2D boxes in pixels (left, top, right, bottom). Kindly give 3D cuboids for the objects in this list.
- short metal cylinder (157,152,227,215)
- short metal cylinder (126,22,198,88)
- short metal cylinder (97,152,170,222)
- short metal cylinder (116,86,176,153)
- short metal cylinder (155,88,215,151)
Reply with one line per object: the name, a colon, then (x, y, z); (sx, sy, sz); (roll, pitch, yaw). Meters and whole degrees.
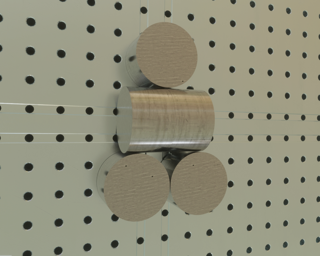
short metal cylinder: (0.042, 0.070, 0.415); (0.081, 0.050, 0.079); (0, 90, -21)
short metal cylinder: (0.001, -0.089, 0.400); (0.081, 0.050, 0.079); (0, 90, -21)
short metal cylinder: (-0.034, 0.070, 0.387); (0.081, 0.050, 0.079); (0, 90, -21)
short metal cylinder: (-0.020, -0.010, 0.377); (0.050, 0.080, 0.079); (0, 90, -20)
short metal cylinder: (0.027, -0.010, 0.395); (0.050, 0.080, 0.079); (0, 90, -20)
